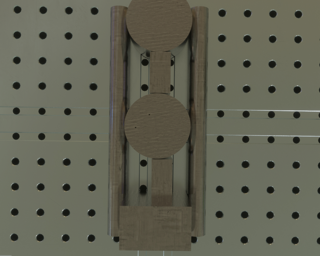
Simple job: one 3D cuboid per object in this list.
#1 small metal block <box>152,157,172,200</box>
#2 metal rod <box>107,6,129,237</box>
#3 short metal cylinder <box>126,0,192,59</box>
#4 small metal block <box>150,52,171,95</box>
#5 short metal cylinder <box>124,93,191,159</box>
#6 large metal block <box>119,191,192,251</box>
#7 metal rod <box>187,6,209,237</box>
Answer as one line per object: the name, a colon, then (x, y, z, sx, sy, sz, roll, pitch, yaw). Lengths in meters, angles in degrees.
small metal block: (0.002, 0.063, 0.400, 0.025, 0.050, 0.050, 0, 90, 0)
metal rod: (-0.055, -0.009, 0.412, 0.025, 0.025, 0.298, 1, 90, 0)
short metal cylinder: (-0.001, -0.132, 0.400, 0.081, 0.050, 0.080, 0, 90, 0)
small metal block: (0.000, -0.068, 0.399, 0.025, 0.050, 0.050, 1, 90, 0)
short metal cylinder: (-0.003, -0.003, 0.400, 0.081, 0.050, 0.080, 0, 90, 0)
large metal block: (-0.005, 0.112, 0.386, 0.081, 0.080, 0.050, 1, 90, 0)
metal rod: (0.050, -0.008, 0.413, 0.025, 0.025, 0.298, 1, 90, 0)
